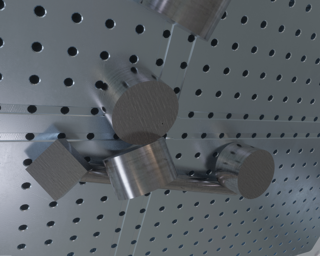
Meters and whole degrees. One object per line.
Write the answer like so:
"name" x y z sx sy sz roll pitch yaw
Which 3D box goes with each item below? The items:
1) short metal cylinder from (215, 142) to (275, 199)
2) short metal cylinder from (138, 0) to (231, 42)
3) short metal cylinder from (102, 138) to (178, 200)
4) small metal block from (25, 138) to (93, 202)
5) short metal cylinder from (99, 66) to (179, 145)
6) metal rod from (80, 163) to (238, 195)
"short metal cylinder" 0.136 0.067 0.498 0.081 0.050 0.079 -8 106 -30
"short metal cylinder" 0.026 -0.129 0.310 0.081 0.080 0.050 18 109 -35
"short metal cylinder" -0.024 0.049 0.382 0.081 0.080 0.050 -21 91 -16
"small metal block" -0.116 0.047 0.360 0.050 0.025 0.050 -44 89 2
"short metal cylinder" -0.025 -0.027 0.365 0.081 0.050 0.079 -14 124 -21
"metal rod" 0.010 0.080 0.466 0.302 0.025 0.025 13 112 -34
